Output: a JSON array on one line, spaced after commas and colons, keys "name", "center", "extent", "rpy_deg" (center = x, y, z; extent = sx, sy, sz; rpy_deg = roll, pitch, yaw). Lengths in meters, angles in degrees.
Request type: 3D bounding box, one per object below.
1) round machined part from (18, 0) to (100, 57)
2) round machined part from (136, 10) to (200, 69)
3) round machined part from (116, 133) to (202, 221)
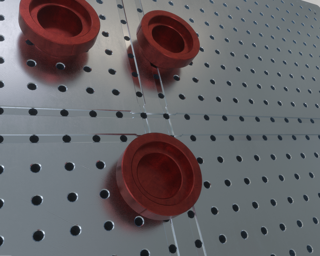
[{"name": "round machined part", "center": [-0.132, -0.133, 0.407], "extent": [0.099, 0.042, 0.098], "rpy_deg": [13, 56, -21]}, {"name": "round machined part", "center": [0.009, -0.132, 0.482], "extent": [0.099, 0.042, 0.098], "rpy_deg": [13, 56, -21]}, {"name": "round machined part", "center": [-0.004, 0.058, 0.359], "extent": [0.099, 0.042, 0.098], "rpy_deg": [13, 56, -21]}]
